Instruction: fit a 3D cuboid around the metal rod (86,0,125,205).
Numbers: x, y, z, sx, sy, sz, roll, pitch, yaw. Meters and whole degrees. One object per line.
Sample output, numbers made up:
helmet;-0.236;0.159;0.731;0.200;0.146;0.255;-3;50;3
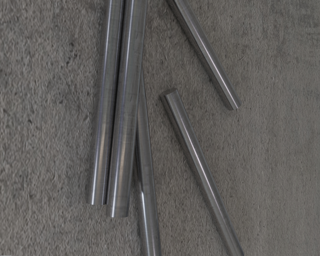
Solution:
metal rod;-0.058;-0.065;0.355;0.025;0.025;0.298;8;85;-40

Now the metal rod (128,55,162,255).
metal rod;-0.020;0.060;0.387;0.025;0.025;0.298;-10;96;-40

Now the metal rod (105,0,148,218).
metal rod;-0.034;-0.054;0.347;0.025;0.025;0.298;9;84;-40

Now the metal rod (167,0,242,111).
metal rod;0.044;-0.146;0.441;0.025;0.025;0.299;-50;120;-28

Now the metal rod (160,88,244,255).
metal rod;0.069;0.080;0.462;0.025;0.025;0.299;-37;113;-34
